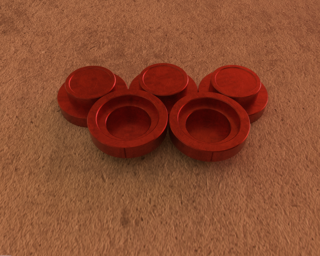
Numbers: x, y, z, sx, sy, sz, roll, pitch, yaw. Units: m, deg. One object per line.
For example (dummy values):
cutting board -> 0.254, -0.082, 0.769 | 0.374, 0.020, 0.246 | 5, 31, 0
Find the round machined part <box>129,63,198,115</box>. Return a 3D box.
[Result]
round machined part -> 0.005, -0.055, 0.440 | 0.099, 0.042, 0.098 | 0, 50, 0

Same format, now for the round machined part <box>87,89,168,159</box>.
round machined part -> -0.039, -0.001, 0.394 | 0.099, 0.042, 0.098 | 0, 50, 0

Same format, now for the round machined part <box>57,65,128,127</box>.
round machined part -> -0.094, -0.051, 0.435 | 0.099, 0.042, 0.098 | 0, 50, 0

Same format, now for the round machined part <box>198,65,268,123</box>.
round machined part -> 0.104, -0.052, 0.439 | 0.099, 0.042, 0.098 | 0, 50, 0

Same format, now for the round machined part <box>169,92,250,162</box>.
round machined part -> 0.060, 0.003, 0.392 | 0.099, 0.042, 0.098 | 0, 50, 0
